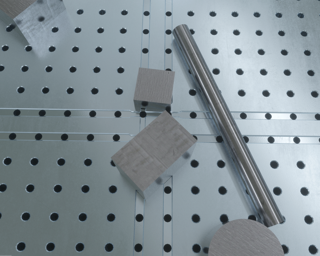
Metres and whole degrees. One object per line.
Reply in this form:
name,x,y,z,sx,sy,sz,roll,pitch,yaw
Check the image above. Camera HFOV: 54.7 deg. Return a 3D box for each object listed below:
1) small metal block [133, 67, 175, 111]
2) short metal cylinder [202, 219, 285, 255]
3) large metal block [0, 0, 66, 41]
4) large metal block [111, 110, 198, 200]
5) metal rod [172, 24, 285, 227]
small metal block,-0.007,-0.054,0.431,0.050,0.025,0.050,7,70,2
short metal cylinder,0.090,0.145,0.347,0.081,0.050,0.080,0,70,0
large metal block,-0.206,-0.193,0.467,0.080,0.050,0.080,38,74,12
large metal block,-0.006,0.036,0.369,0.080,0.080,0.050,-42,76,-14
metal rod,0.084,-0.016,0.418,0.025,0.025,0.299,-20,71,-7
